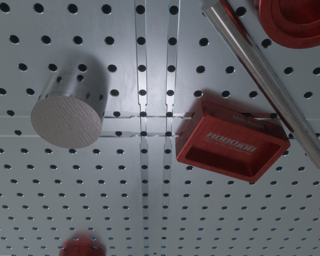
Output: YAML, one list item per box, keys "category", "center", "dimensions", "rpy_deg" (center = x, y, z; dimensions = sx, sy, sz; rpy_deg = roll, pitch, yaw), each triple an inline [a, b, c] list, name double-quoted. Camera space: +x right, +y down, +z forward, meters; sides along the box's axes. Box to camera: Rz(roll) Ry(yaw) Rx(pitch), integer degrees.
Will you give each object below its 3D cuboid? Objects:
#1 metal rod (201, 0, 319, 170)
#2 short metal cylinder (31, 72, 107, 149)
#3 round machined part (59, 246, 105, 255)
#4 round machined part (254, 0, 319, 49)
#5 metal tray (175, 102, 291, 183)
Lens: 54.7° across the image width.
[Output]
- category: "metal rod"
  center: [0.146, -0.037, 0.381]
  dimensions: [0.025, 0.025, 0.300]
  rpy_deg: [-32, 124, 24]
- category: "short metal cylinder"
  center: [-0.108, -0.021, 0.377]
  dimensions: [0.081, 0.050, 0.079]
  rpy_deg: [0, 130, 0]
- category: "round machined part"
  center: [-0.166, 0.290, 0.646]
  dimensions: [0.099, 0.042, 0.097]
  rpy_deg: [0, 130, 0]
- category: "round machined part"
  center: [0.139, -0.129, 0.292]
  dimensions: [0.099, 0.042, 0.097]
  rpy_deg: [0, 130, 0]
- category: "metal tray"
  center: [0.098, 0.024, 0.429]
  dimensions: [0.131, 0.030, 0.089]
  rpy_deg: [17, 128, -15]
